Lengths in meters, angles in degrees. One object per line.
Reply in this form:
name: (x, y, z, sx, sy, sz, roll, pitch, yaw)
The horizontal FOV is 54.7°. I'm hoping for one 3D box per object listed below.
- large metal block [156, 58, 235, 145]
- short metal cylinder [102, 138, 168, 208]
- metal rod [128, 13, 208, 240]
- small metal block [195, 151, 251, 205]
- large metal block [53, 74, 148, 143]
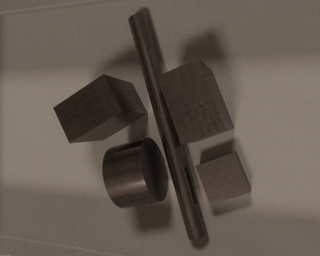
large metal block: (0.045, -0.028, 0.365, 0.050, 0.080, 0.080, -22, 83, 18)
short metal cylinder: (-0.029, 0.057, 0.391, 0.050, 0.080, 0.080, -16, 85, 19)
metal rod: (0.009, -0.006, 0.406, 0.025, 0.025, 0.298, -17, 84, 19)
small metal block: (0.078, 0.061, 0.382, 0.050, 0.025, 0.050, -23, 83, 18)
large metal block: (-0.074, -0.022, 0.406, 0.080, 0.080, 0.050, -30, 81, 17)
